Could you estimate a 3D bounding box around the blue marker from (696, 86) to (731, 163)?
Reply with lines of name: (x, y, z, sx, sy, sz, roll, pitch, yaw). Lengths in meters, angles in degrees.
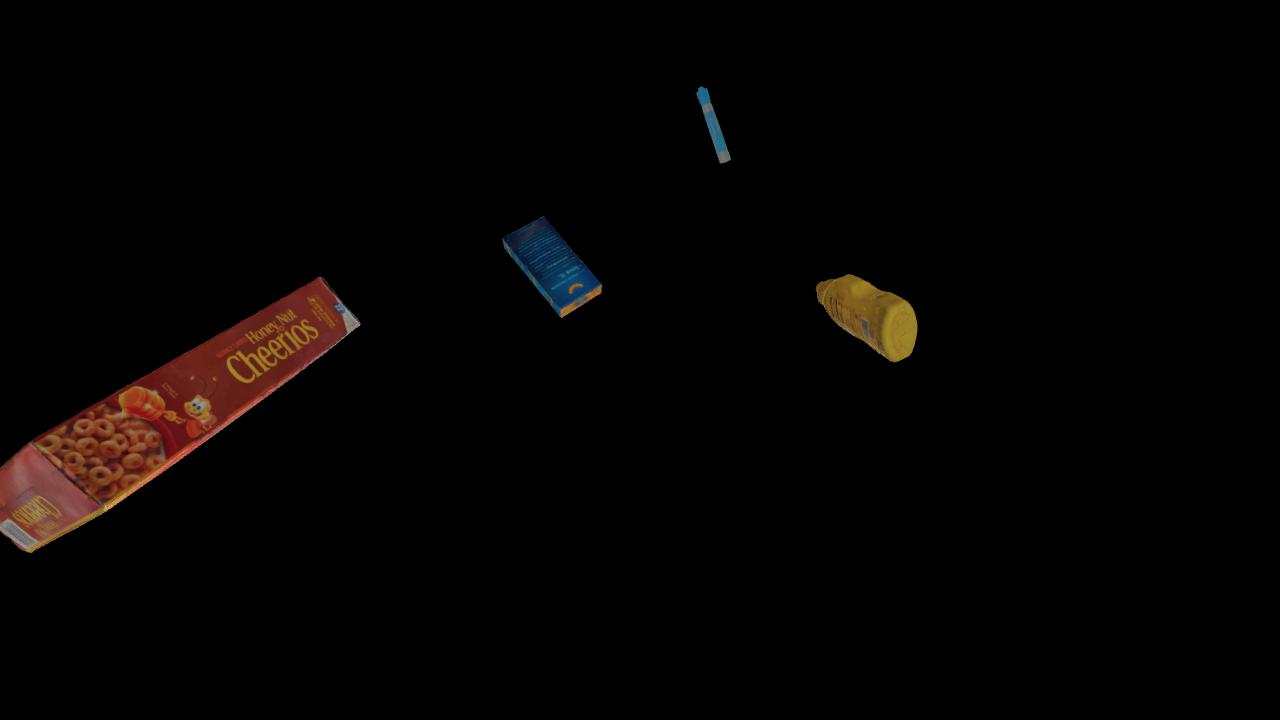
blue marker: (0.116, -0.373, 0.974, 0.020, 0.121, 0.020, -20, 4, 1)

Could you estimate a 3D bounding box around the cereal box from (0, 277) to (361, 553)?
cereal box: (-0.458, 0.042, 0.627, 0.203, 0.081, 0.306, -23, 21, 30)

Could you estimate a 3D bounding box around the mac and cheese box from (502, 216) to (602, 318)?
mac and cheese box: (-0.160, -0.171, 1.117, 0.093, 0.184, 0.041, -33, -18, -19)

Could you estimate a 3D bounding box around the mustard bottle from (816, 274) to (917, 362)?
mustard bottle: (0.305, -0.073, 0.866, 0.054, 0.092, 0.184, -30, 32, -5)
